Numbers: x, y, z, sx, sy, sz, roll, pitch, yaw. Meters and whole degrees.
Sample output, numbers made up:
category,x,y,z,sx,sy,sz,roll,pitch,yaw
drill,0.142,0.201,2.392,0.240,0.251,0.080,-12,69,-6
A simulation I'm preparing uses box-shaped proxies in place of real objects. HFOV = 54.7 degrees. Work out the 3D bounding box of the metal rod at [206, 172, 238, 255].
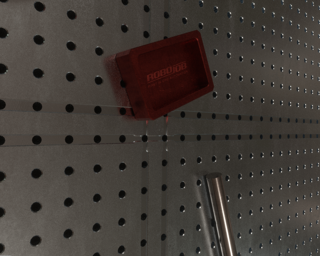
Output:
category,x,y,z,sx,sy,sz,roll,pitch,yaw
metal rod,0.116,0.217,0.509,0.025,0.025,0.298,-21,104,-38

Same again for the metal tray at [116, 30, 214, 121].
category,x,y,z,sx,sy,sz,roll,pitch,yaw
metal tray,0.013,-0.073,0.418,0.131,0.030,0.089,-28,108,-37
